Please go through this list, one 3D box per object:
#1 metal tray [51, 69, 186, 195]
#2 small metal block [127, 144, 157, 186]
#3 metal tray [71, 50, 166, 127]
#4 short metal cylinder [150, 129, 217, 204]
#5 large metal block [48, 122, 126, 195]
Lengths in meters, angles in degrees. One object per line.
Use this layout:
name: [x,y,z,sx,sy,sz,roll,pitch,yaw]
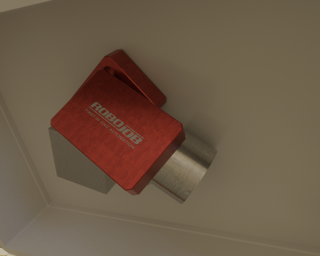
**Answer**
metal tray: [-0.048,0.001,0.352,0.130,0.090,0.030,36,168,22]
small metal block: [-0.017,0.051,0.446,0.050,0.025,0.050,-32,101,38]
metal tray: [-0.065,-0.030,0.417,0.090,0.030,0.129,47,129,-5]
short metal cylinder: [0.027,0.046,0.385,0.050,0.080,0.079,34,129,5]
large metal block: [-0.095,0.032,0.417,0.080,0.050,0.079,15,125,19]
